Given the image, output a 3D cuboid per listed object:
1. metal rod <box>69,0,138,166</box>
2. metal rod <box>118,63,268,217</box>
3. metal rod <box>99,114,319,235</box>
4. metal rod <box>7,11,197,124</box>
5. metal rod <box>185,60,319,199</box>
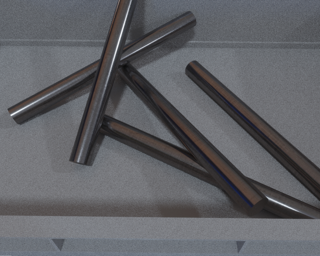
[{"bbox_3d":[-0.063,-0.099,0.407,0.025,0.025,0.299,11,76,9],"label":"metal rod"},{"bbox_3d":[0.017,-0.011,0.390,0.025,0.025,0.300,-25,47,-19],"label":"metal rod"},{"bbox_3d":[0.046,0.046,0.366,0.301,0.025,0.025,23,54,18],"label":"metal rod"},{"bbox_3d":[-0.074,-0.094,0.452,0.301,0.025,0.025,-32,57,-14],"label":"metal rod"},{"bbox_3d":[0.131,0.002,0.403,0.025,0.025,0.300,-26,55,-20],"label":"metal rod"}]
